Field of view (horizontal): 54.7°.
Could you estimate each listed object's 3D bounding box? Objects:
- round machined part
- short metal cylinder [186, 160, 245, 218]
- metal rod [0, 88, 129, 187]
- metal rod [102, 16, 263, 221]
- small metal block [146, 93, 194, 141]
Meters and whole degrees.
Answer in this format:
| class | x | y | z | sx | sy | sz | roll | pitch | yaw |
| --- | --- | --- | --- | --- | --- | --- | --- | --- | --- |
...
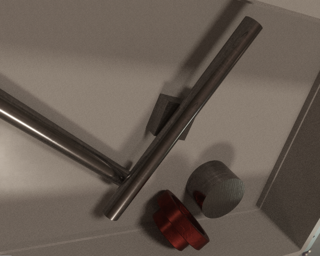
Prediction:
| class | x | y | z | sx | sy | sz | roll | pitch | yaw |
| --- | --- | --- | --- | --- | --- | --- | --- | --- | --- |
| round machined part | 0.026 | 0.144 | 0.467 | 0.042 | 0.098 | 0.098 | -41 | 130 | 0 |
| short metal cylinder | 0.090 | 0.100 | 0.506 | 0.081 | 0.050 | 0.079 | -14 | 125 | -21 |
| metal rod | -0.132 | -0.002 | 0.335 | 0.025 | 0.025 | 0.301 | -46 | 130 | 4 |
| metal rod | 0.022 | -0.005 | 0.386 | 0.025 | 0.025 | 0.299 | 29 | 101 | -38 |
| small metal block | 0.017 | -0.014 | 0.411 | 0.050 | 0.025 | 0.050 | 10 | 113 | -33 |
